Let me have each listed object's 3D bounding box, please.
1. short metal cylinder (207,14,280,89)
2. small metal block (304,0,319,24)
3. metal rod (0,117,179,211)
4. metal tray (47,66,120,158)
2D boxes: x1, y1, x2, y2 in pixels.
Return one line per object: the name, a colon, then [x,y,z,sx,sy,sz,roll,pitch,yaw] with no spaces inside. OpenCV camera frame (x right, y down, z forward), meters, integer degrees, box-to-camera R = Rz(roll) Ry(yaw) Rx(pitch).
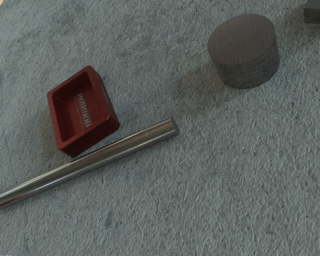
short metal cylinder: [0.106,-0.096,0.391,0.080,0.050,0.080,-13,56,21]
small metal block: [0.216,-0.157,0.388,0.050,0.025,0.050,19,72,35]
metal rod: [-0.115,0.056,0.429,0.300,0.025,0.025,-24,53,13]
metal tray: [-0.123,-0.029,0.482,0.090,0.030,0.130,-32,52,7]
